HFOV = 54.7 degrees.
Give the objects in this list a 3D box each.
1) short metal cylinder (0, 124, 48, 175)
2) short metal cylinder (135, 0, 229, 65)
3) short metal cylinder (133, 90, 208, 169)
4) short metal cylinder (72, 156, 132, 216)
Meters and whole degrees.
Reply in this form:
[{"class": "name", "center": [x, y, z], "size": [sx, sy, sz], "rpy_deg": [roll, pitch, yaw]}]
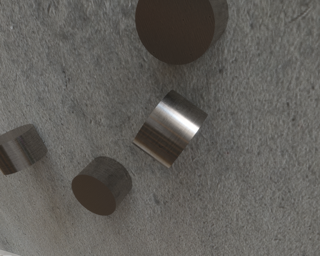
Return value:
[{"class": "short metal cylinder", "center": [-0.237, 0.034, 0.514], "size": [0.080, 0.080, 0.050], "rpy_deg": [-8, 114, 31]}, {"class": "short metal cylinder", "center": [0.023, -0.110, 0.310], "size": [0.080, 0.050, 0.079], "rpy_deg": [13, 124, 20]}, {"class": "short metal cylinder", "center": [0.012, 0.002, 0.365], "size": [0.050, 0.080, 0.079], "rpy_deg": [36, 129, 4]}, {"class": "short metal cylinder", "center": [-0.092, 0.092, 0.494], "size": [0.080, 0.050, 0.079], "rpy_deg": [13, 124, 20]}]
